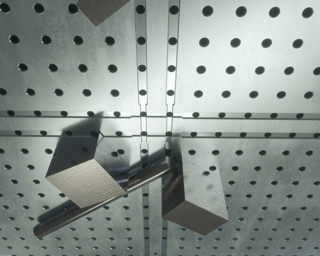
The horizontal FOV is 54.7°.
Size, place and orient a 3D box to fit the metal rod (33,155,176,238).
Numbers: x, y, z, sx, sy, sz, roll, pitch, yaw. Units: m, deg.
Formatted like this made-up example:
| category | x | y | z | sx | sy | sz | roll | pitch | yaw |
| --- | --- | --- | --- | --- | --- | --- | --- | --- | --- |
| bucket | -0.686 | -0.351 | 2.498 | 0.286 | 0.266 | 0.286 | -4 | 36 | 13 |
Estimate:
| category | x | y | z | sx | sy | sz | roll | pitch | yaw |
| --- | --- | --- | --- | --- | --- | --- | --- | --- | --- |
| metal rod | -0.103 | 0.121 | 0.513 | 0.300 | 0.025 | 0.025 | -30 | 124 | 23 |

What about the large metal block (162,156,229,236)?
| category | x | y | z | sx | sy | sz | roll | pitch | yaw |
| --- | --- | --- | --- | --- | --- | --- | --- | --- | --- |
| large metal block | 0.050 | 0.101 | 0.462 | 0.080 | 0.080 | 0.050 | 30 | 124 | -23 |

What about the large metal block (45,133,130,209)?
| category | x | y | z | sx | sy | sz | roll | pitch | yaw |
| --- | --- | --- | --- | --- | --- | --- | --- | --- | --- |
| large metal block | -0.101 | 0.064 | 0.449 | 0.080 | 0.050 | 0.080 | -22 | 127 | 17 |

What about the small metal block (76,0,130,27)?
| category | x | y | z | sx | sy | sz | roll | pitch | yaw |
| --- | --- | --- | --- | --- | --- | --- | --- | --- | --- |
| small metal block | -0.046 | -0.127 | 0.286 | 0.050 | 0.050 | 0.025 | -29 | 124 | 22 |
